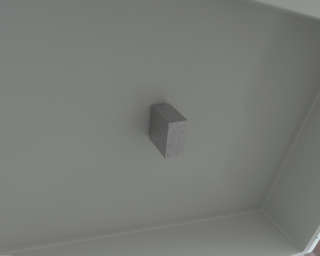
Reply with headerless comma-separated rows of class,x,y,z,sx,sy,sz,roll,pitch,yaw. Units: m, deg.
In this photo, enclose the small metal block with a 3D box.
small metal block,0.009,0.003,0.394,0.025,0.050,0.050,-9,122,-24
